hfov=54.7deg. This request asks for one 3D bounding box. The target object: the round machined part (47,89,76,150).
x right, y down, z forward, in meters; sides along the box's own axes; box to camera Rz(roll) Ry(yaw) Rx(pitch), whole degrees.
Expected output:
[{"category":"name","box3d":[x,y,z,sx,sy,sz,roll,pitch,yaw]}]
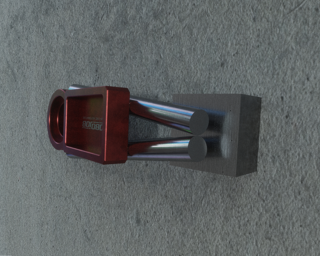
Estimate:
[{"category":"round machined part","box3d":[-0.146,-0.013,0.505,0.098,0.042,0.097,-1,89,50]}]

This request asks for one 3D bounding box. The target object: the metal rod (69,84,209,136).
[{"category":"metal rod","box3d":[-0.053,-0.033,0.406,0.300,0.025,0.025,18,101,51]}]

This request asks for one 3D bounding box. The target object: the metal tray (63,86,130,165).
[{"category":"metal tray","box3d":[-0.088,-0.006,0.406,0.130,0.030,0.089,5,93,52]}]

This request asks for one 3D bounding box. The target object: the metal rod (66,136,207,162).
[{"category":"metal rod","box3d":[-0.056,0.029,0.409,0.299,0.025,0.025,-6,86,52]}]

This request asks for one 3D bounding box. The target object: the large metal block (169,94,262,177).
[{"category":"large metal block","box3d":[0.059,0.004,0.338,0.080,0.050,0.079,5,93,39]}]
